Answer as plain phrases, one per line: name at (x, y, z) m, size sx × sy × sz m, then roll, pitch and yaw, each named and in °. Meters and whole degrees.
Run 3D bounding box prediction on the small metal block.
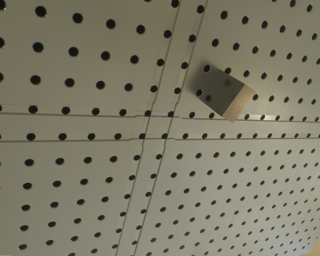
small metal block at (0.091, -0.042, 0.418) m, size 0.025 × 0.050 × 0.050 m, roll 25°, pitch 105°, yaw -37°
